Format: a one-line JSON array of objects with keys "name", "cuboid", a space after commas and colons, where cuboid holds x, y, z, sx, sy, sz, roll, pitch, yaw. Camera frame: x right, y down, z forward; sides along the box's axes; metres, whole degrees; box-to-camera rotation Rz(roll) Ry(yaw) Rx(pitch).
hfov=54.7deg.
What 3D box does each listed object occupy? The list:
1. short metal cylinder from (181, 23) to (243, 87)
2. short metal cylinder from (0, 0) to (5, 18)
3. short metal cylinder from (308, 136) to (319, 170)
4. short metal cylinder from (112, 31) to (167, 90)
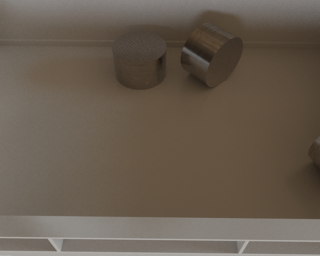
[{"name": "short metal cylinder", "cuboid": [0.077, -0.108, 0.460, 0.080, 0.080, 0.050, -35, 58, -26]}, {"name": "short metal cylinder", "cuboid": [-0.348, -0.241, 0.592, 0.080, 0.050, 0.080, 0, 50, 0]}, {"name": "short metal cylinder", "cuboid": [0.218, 0.028, 0.347, 0.081, 0.080, 0.050, -16, 52, -13]}, {"name": "short metal cylinder", "cuboid": [-0.030, -0.104, 0.476, 0.080, 0.050, 0.080, 0, 50, 0]}]
